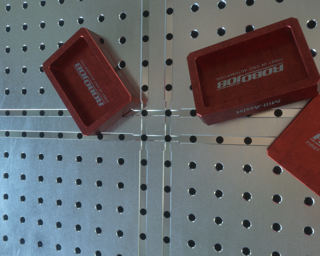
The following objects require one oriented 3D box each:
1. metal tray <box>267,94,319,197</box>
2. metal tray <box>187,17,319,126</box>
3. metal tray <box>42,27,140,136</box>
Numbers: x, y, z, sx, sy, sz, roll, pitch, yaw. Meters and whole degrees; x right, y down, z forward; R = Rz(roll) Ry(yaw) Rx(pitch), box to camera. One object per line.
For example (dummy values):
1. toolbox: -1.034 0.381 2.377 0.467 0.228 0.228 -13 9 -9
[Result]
1. metal tray: 0.198 0.035 0.340 0.130 0.030 0.090 41 102 15
2. metal tray: 0.102 -0.063 0.357 0.130 0.030 0.090 -16 63 19
3. metal tray: -0.100 -0.065 0.443 0.090 0.030 0.130 -37 79 16
